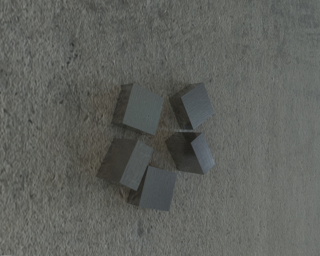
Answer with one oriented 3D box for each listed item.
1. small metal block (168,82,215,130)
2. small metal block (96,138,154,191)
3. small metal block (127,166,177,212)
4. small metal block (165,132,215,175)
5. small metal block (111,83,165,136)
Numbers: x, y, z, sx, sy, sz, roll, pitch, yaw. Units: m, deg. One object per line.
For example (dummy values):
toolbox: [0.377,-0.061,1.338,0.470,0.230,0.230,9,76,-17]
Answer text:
small metal block: [0.046,-0.031,0.443,0.050,0.025,0.050,-36,112,-34]
small metal block: [-0.041,0.040,0.354,0.025,0.050,0.050,35,68,-35]
small metal block: [-0.009,0.077,0.397,0.050,0.025,0.050,21,77,-38]
small metal block: [0.041,0.033,0.422,0.025,0.050,0.050,-38,113,-34]
small metal block: [-0.026,-0.022,0.382,0.050,0.025,0.050,23,76,-38]
